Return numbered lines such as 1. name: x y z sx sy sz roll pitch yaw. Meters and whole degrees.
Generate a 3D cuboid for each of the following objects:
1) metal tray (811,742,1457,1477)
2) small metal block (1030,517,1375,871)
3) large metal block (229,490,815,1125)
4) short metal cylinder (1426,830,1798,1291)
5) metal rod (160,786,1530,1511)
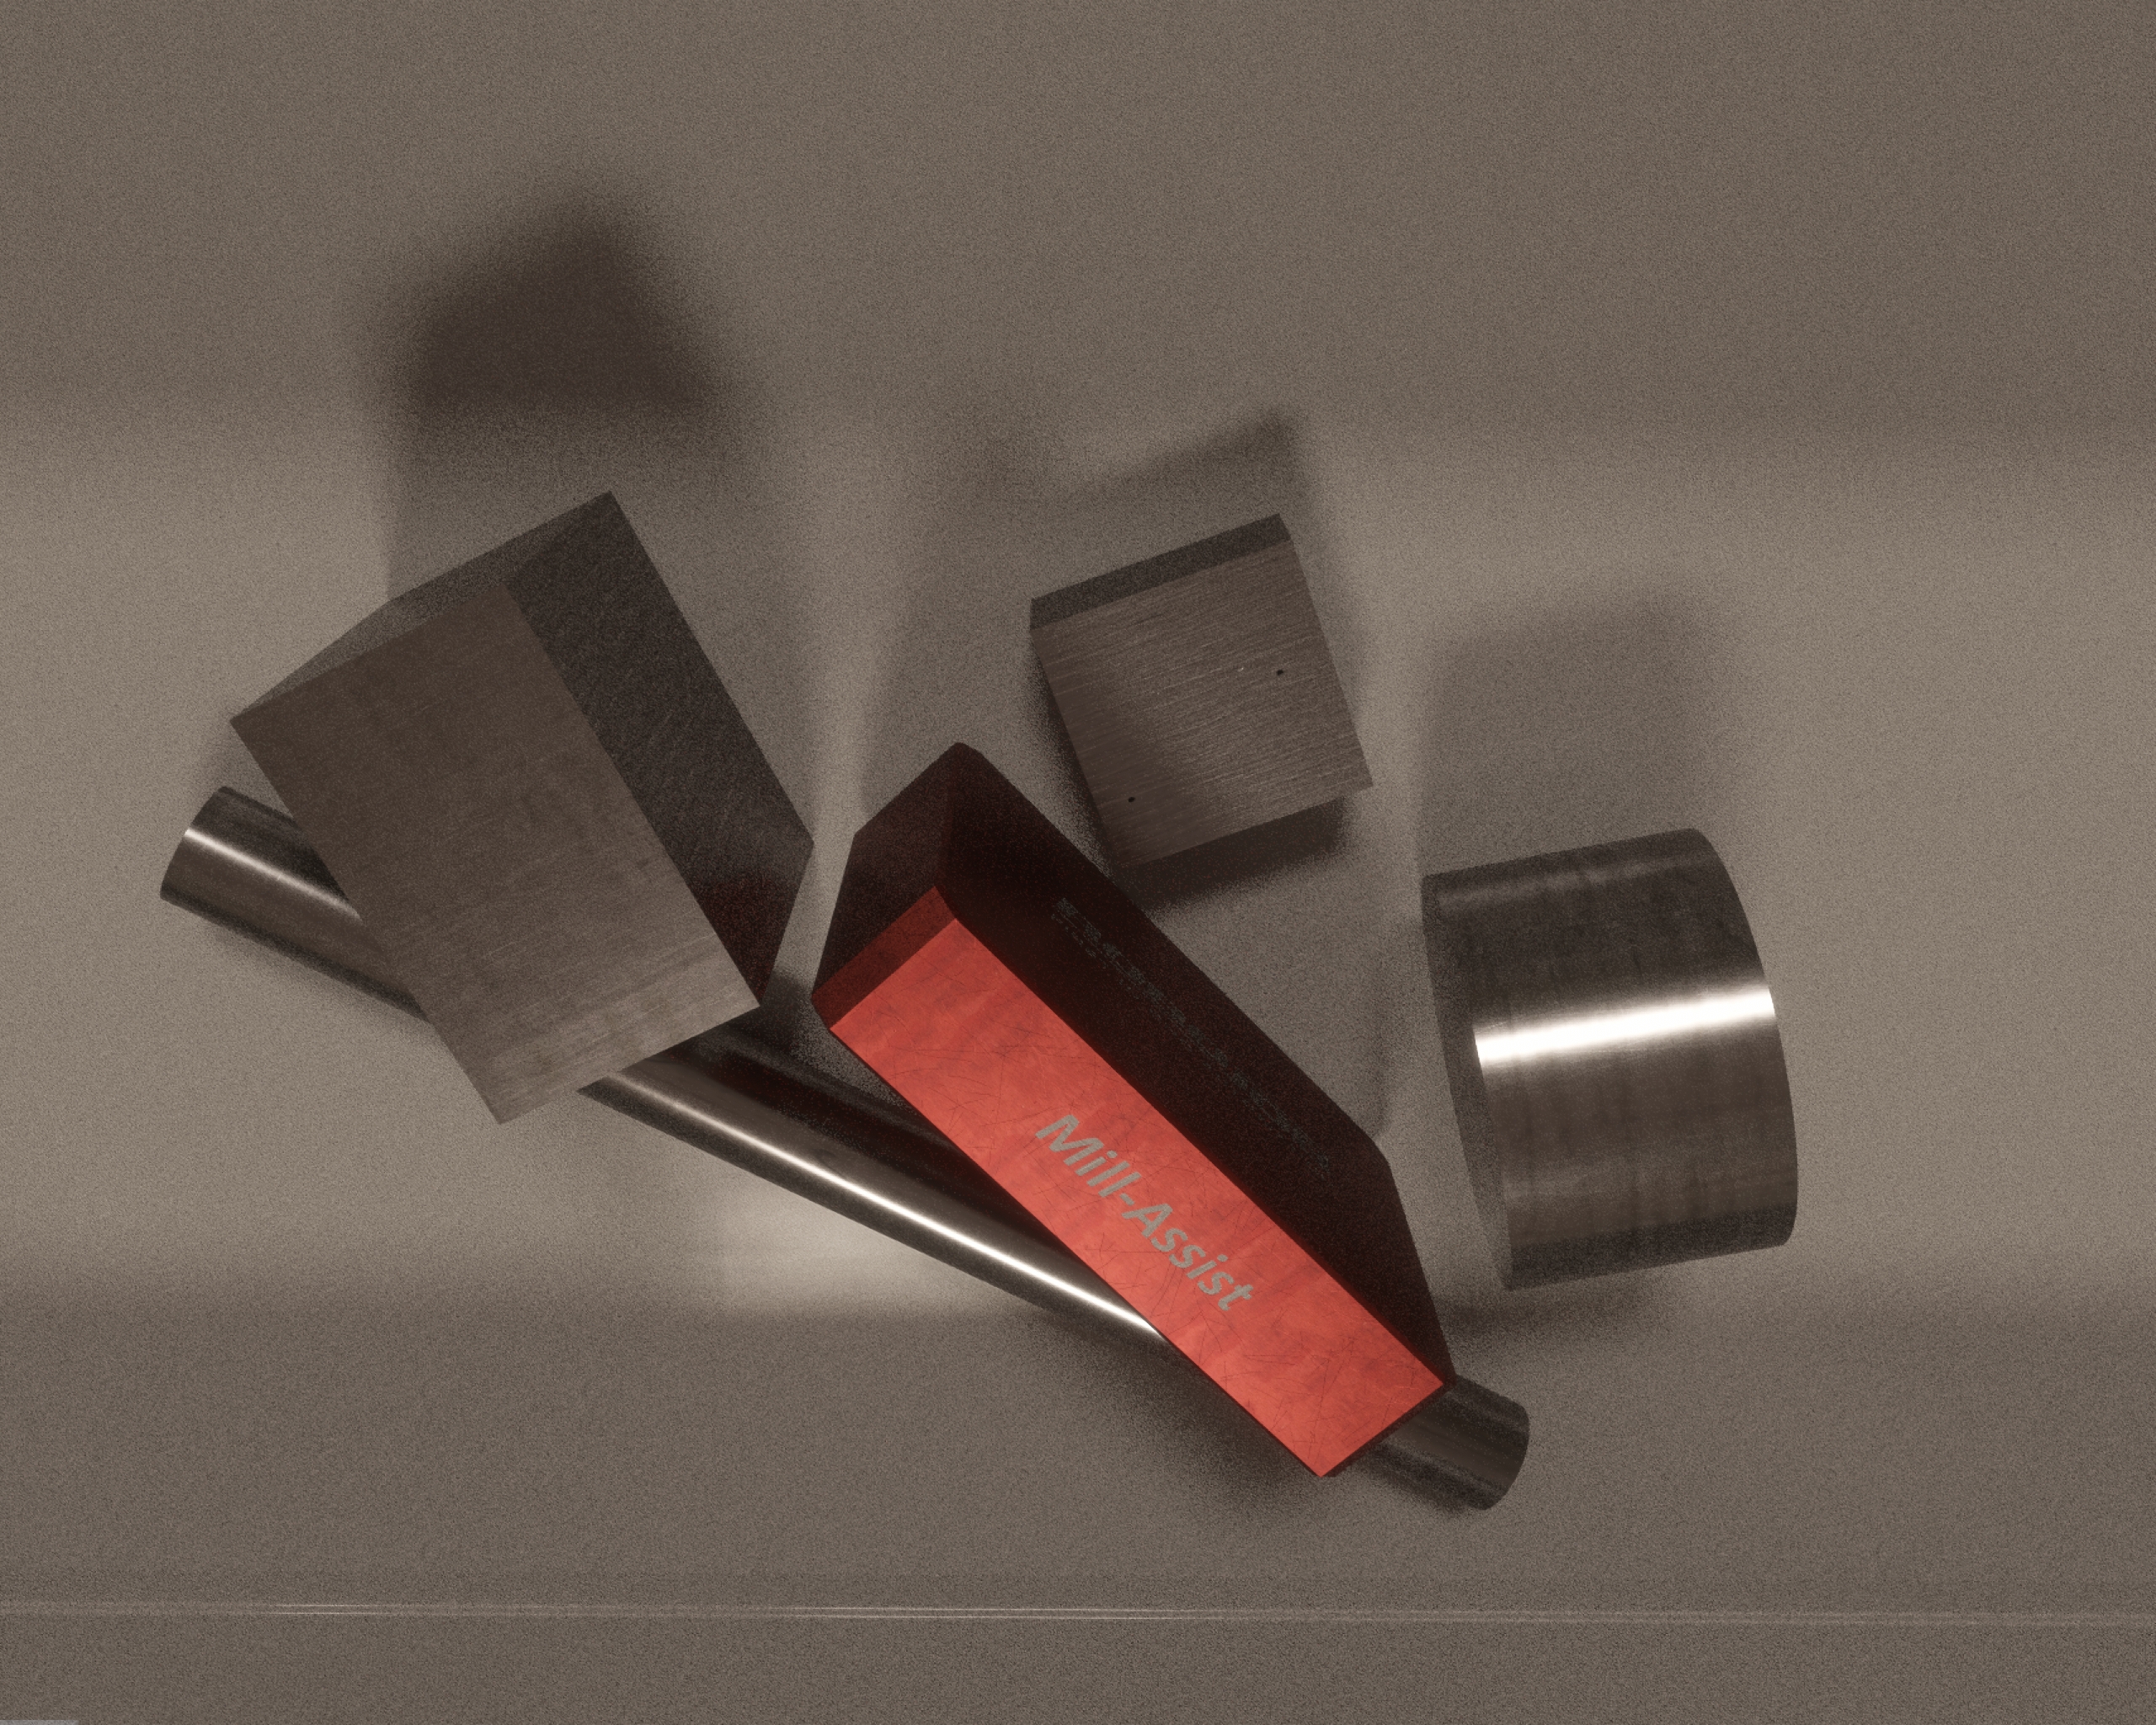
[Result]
1. metal tray: 0.011 0.043 0.390 0.030 0.090 0.130 -42 105 13
2. small metal block: 0.023 -0.033 0.397 0.050 0.025 0.050 -19 109 6
3. large metal block: -0.093 -0.013 0.374 0.050 0.080 0.080 -25 109 8
4. short metal cylinder: 0.098 0.037 0.395 0.050 0.080 0.079 -11 110 4
5. metal rod: -0.040 0.063 0.433 0.301 0.025 0.025 27 108 -10
